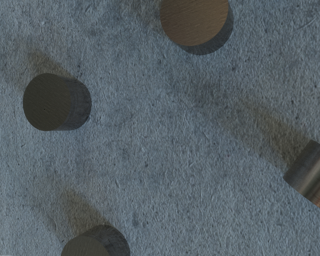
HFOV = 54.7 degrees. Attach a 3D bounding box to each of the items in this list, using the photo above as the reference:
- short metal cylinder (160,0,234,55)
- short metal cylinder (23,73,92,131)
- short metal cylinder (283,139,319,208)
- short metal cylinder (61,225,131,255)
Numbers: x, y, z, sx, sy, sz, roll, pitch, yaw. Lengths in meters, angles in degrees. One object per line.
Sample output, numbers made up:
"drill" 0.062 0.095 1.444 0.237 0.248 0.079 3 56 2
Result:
"short metal cylinder" 0.046 -0.134 0.379 0.080 0.050 0.080 0 90 20
"short metal cylinder" -0.148 -0.036 0.448 0.080 0.050 0.080 0 90 20
"short metal cylinder" 0.176 0.055 0.317 0.080 0.080 0.050 35 101 16
"short metal cylinder" -0.088 0.181 0.427 0.080 0.050 0.080 0 90 20
